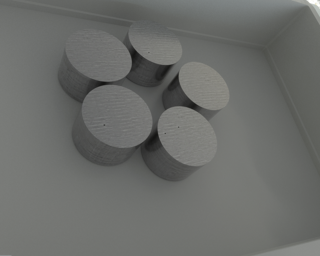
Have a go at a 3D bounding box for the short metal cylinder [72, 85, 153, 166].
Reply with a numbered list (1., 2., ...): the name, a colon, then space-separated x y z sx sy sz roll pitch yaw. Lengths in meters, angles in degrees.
1. short metal cylinder: -0.056 -0.003 0.359 0.081 0.050 0.080 14 56 -21

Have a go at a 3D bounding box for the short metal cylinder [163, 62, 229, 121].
1. short metal cylinder: 0.051 -0.047 0.443 0.081 0.050 0.080 14 56 -21

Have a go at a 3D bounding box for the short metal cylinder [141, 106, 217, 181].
1. short metal cylinder: 0.023 0.020 0.387 0.081 0.050 0.080 14 56 -21

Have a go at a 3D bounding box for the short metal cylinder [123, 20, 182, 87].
1. short metal cylinder: -0.016 -0.107 0.443 0.081 0.050 0.080 14 56 -21

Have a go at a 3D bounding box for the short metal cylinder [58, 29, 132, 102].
1. short metal cylinder: -0.082 -0.076 0.389 0.081 0.050 0.080 14 56 -21
